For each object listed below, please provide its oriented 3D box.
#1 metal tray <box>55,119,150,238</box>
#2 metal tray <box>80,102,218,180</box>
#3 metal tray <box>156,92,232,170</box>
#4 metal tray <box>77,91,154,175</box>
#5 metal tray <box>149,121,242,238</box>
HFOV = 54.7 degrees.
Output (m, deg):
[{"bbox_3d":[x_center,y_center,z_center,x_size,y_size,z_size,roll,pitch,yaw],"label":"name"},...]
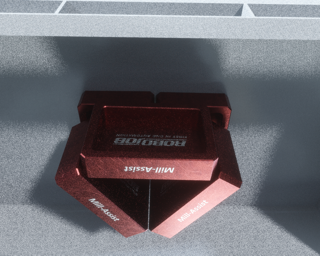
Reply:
[{"bbox_3d":[-0.061,0.061,0.376,0.030,0.090,0.130,-25,126,20],"label":"metal tray"},{"bbox_3d":[-0.010,0.011,0.333,0.131,0.090,0.030,2,130,-1],"label":"metal tray"},{"bbox_3d":[0.039,0.015,0.417,0.091,0.030,0.129,1,129,-1],"label":"metal tray"},{"bbox_3d":[-0.053,0.013,0.415,0.091,0.030,0.129,0,129,0],"label":"metal tray"},{"bbox_3d":[0.036,0.064,0.378,0.030,0.090,0.129,29,125,-22],"label":"metal tray"}]
